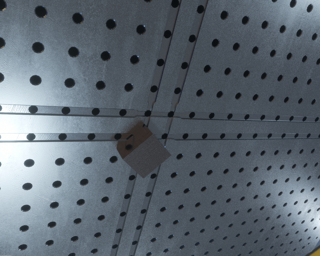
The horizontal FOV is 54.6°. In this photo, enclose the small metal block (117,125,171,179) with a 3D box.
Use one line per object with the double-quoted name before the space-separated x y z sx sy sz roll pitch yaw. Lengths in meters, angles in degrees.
"small metal block" -0.021 0.033 0.419 0.050 0.025 0.050 -40 129 -1
